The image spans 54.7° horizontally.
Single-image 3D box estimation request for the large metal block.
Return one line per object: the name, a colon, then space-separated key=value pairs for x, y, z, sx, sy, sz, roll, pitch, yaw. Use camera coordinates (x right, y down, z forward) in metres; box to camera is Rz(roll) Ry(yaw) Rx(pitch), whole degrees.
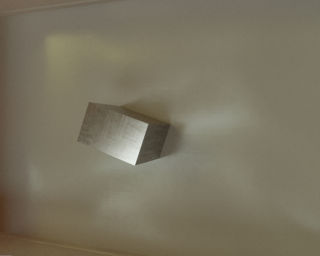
large metal block: x=-0.043 y=0.005 z=0.395 sx=0.080 sy=0.080 sz=0.050 roll=20 pitch=97 yaw=18
